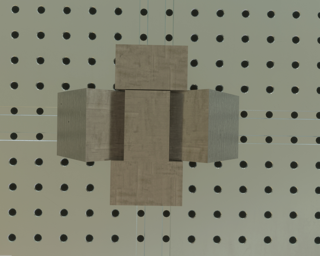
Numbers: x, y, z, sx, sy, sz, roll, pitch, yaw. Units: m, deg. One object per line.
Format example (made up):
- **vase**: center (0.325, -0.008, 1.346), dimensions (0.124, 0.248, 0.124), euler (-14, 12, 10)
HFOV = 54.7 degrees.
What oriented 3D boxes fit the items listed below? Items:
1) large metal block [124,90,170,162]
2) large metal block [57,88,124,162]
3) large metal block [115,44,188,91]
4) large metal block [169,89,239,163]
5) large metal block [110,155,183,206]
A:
- **large metal block**: center (-0.015, -0.002, 0.385), dimensions (0.050, 0.080, 0.079), euler (1, 90, 0)
- **large metal block**: center (-0.086, -0.004, 0.378), dimensions (0.050, 0.080, 0.079), euler (0, 91, -40)
- **large metal block**: center (-0.010, -0.068, 0.385), dimensions (0.081, 0.080, 0.050), euler (1, 90, -1)
- **large metal block**: center (0.056, -0.002, 0.378), dimensions (0.050, 0.081, 0.079), euler (1, 89, 37)
- **large metal block**: center (-0.015, 0.061, 0.385), dimensions (0.081, 0.080, 0.050), euler (1, 90, -1)
